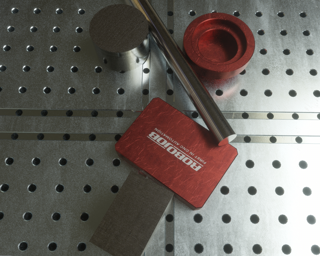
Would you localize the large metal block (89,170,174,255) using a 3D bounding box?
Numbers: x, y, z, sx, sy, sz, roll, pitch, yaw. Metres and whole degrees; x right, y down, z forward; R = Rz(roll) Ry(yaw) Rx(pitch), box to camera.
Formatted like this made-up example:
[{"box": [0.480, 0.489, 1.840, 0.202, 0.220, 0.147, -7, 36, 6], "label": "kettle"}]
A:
[{"box": [-0.027, 0.101, 0.345, 0.050, 0.080, 0.080, 27, 72, 9], "label": "large metal block"}]

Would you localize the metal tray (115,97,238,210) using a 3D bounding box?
[{"box": [0.020, 0.031, 0.398, 0.130, 0.030, 0.090, 34, 73, 11], "label": "metal tray"}]

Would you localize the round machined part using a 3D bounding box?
[{"box": [0.081, -0.112, 0.444, 0.099, 0.042, 0.098, 0, 70, 0], "label": "round machined part"}]

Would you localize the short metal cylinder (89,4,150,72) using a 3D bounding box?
[{"box": [-0.056, -0.128, 0.445, 0.081, 0.050, 0.080, 0, 70, 0], "label": "short metal cylinder"}]

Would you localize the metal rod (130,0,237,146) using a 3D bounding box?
[{"box": [0.017, -0.106, 0.433, 0.025, 0.025, 0.299, -24, 66, -9], "label": "metal rod"}]
